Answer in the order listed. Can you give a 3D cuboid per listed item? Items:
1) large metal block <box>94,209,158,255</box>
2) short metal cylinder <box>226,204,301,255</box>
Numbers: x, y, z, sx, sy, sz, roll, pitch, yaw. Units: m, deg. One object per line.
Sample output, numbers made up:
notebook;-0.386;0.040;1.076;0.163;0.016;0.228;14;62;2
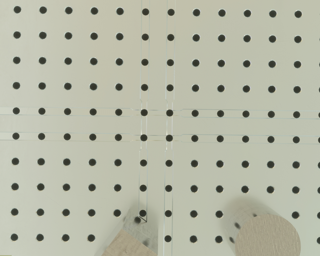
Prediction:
large metal block;-0.047;0.159;0.386;0.050;0.080;0.080;37;90;0
short metal cylinder;0.131;0.145;0.402;0.081;0.050;0.079;0;90;0
